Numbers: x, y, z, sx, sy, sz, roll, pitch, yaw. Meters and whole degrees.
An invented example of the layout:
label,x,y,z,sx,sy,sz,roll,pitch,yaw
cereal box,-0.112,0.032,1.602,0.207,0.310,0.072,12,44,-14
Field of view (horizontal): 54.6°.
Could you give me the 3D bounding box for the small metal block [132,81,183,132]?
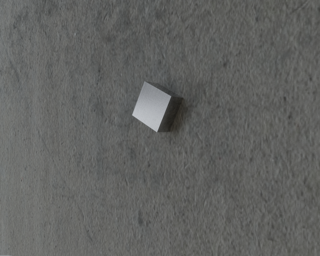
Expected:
label,x,y,z,sx,sy,sz,roll,pitch,yaw
small metal block,-0.004,-0.028,0.409,0.050,0.025,0.050,34,111,35
